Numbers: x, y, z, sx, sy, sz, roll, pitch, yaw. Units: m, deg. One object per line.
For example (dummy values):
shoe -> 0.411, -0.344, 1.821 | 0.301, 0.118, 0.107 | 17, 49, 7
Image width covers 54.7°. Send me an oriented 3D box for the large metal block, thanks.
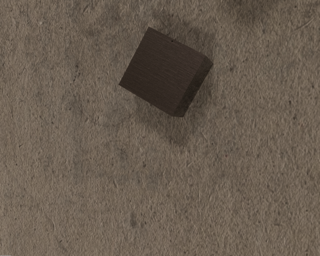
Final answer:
large metal block -> 0.009, -0.068, 0.392 | 0.080, 0.050, 0.080 | 32, 100, 17
